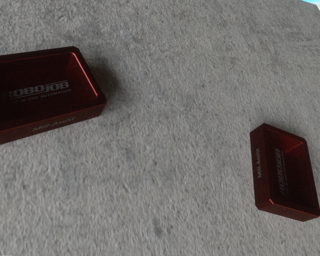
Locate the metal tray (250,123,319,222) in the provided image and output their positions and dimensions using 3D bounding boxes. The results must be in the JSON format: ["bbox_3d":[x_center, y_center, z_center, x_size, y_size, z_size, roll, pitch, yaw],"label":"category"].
[{"bbox_3d":[0.184,0.064,0.462,0.091,0.030,0.130,19,54,-18],"label":"metal tray"}]

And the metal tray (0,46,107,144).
[{"bbox_3d":[-0.138,-0.042,0.352,0.131,0.030,0.090,-20,73,-36],"label":"metal tray"}]
